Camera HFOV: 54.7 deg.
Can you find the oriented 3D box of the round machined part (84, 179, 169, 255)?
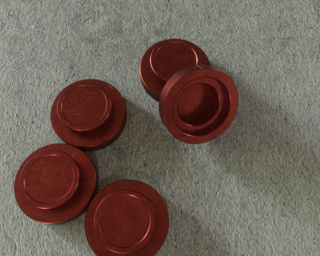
[{"bbox_3d":[-0.039,0.108,0.359,0.099,0.042,0.098,0,70,0],"label":"round machined part"}]

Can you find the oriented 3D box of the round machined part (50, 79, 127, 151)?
[{"bbox_3d":[-0.095,-0.022,0.406,0.099,0.042,0.098,0,70,0],"label":"round machined part"}]

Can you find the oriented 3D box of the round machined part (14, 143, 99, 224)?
[{"bbox_3d":[-0.127,0.065,0.374,0.099,0.042,0.098,0,70,0],"label":"round machined part"}]

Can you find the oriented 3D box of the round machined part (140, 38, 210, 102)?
[{"bbox_3d":[0.021,-0.084,0.430,0.099,0.042,0.098,0,70,0],"label":"round machined part"}]

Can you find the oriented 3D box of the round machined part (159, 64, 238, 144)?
[{"bbox_3d":[0.045,-0.032,0.393,0.099,0.098,0.042,-23,28,-8],"label":"round machined part"}]
